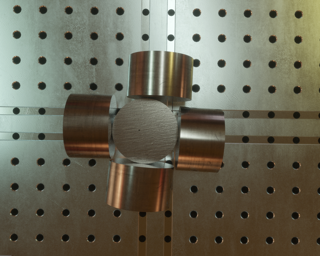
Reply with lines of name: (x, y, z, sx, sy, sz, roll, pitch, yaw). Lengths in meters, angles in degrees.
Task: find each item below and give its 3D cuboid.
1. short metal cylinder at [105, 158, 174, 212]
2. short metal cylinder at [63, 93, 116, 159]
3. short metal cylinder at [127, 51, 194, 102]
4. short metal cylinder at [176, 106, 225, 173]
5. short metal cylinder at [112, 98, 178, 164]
short metal cylinder: (-0.025, 0.068, 0.384, 0.080, 0.080, 0.050, 6, 90, 0)
short metal cylinder: (-0.084, -0.003, 0.385, 0.050, 0.080, 0.079, 2, 90, -1)
short metal cylinder: (0.000, -0.061, 0.385, 0.081, 0.080, 0.050, 3, 90, 0)
short metal cylinder: (0.047, 0.014, 0.386, 0.050, 0.080, 0.080, 4, 90, 0)
short metal cylinder: (-0.018, 0.004, 0.401, 0.081, 0.050, 0.080, 0, 90, -2)
